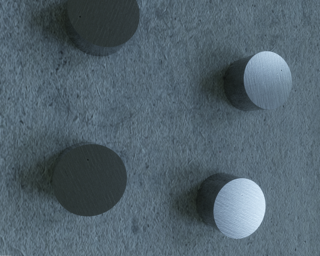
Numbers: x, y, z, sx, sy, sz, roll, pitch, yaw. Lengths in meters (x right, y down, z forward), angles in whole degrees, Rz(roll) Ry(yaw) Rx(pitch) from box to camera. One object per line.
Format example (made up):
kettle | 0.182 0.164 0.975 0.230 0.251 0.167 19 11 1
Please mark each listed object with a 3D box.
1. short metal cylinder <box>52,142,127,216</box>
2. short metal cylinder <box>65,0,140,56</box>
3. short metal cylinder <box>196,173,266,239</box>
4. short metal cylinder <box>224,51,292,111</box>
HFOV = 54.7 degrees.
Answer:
short metal cylinder | -0.084 0.057 0.365 0.081 0.050 0.080 0 90 -20
short metal cylinder | -0.070 -0.131 0.370 0.081 0.050 0.080 0 90 -20
short metal cylinder | 0.098 0.106 0.432 0.081 0.050 0.080 0 90 -20
short metal cylinder | 0.140 -0.065 0.447 0.081 0.050 0.080 0 90 -20
